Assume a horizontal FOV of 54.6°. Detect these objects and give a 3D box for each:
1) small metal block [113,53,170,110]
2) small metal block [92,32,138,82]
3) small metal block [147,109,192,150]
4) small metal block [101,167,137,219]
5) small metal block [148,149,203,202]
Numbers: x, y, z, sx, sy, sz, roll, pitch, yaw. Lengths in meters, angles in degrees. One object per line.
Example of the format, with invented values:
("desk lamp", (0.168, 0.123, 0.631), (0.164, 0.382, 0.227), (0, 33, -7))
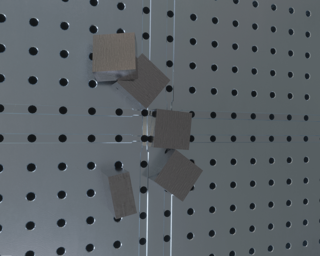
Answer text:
("small metal block", (-0.024, -0.059, 0.403), (0.050, 0.025, 0.050), (42, 77, -15))
("small metal block", (-0.054, -0.086, 0.376), (0.050, 0.025, 0.050), (-3, 72, 1))
("small metal block", (0.013, 0.002, 0.417), (0.050, 0.025, 0.050), (6, 88, -20))
("small metal block", (-0.052, 0.077, 0.380), (0.025, 0.050, 0.050), (-12, 94, -20))
("small metal block", (0.021, 0.063, 0.420), (0.050, 0.025, 0.050), (38, 78, -16))
